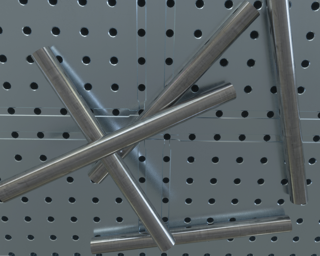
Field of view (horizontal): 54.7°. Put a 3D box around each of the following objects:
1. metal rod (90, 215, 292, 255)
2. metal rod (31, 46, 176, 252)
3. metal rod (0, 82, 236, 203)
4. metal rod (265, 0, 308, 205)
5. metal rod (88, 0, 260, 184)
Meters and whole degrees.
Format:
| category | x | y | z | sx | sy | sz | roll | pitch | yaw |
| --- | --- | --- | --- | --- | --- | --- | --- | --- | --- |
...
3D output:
| category | x | y | z | sx | sy | sz | roll | pitch | yaw |
| --- | --- | --- | --- | --- | --- | --- | --- | --- | --- |
| metal rod | 0.046 | 0.163 | 0.474 | 0.302 | 0.025 | 0.025 | -7 | 110 | 2 |
| metal rod | -0.068 | 0.033 | 0.399 | 0.025 | 0.025 | 0.299 | -30 | 98 | 10 |
| metal rod | -0.045 | 0.013 | 0.375 | 0.302 | 0.025 | 0.025 | -24 | 109 | -9 |
| metal rod | 0.168 | -0.031 | 0.404 | 0.025 | 0.025 | 0.298 | -13 | 110 | 4 |
| metal rod | 0.008 | -0.036 | 0.400 | 0.025 | 0.025 | 0.299 | 40 | 105 | -14 |
